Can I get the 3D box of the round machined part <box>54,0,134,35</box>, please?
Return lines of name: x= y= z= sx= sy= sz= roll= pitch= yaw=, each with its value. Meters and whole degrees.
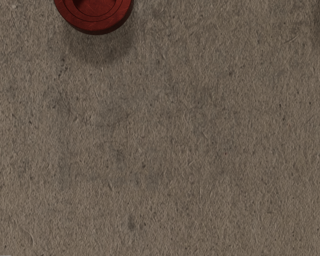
round machined part: x=-0.082 y=-0.168 z=0.400 sx=0.099 sy=0.042 sz=0.097 roll=0 pitch=90 yaw=-1
